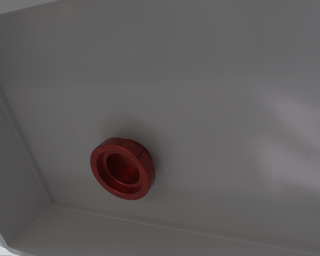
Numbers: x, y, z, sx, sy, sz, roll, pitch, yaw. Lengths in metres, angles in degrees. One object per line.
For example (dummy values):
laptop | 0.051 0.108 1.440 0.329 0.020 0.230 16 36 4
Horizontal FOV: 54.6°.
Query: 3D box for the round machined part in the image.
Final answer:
round machined part | -0.050 0.055 0.459 0.098 0.042 0.097 13 124 21
